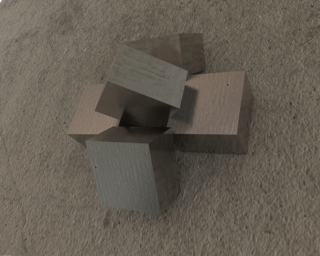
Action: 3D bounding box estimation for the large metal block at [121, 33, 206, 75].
[{"bbox_3d":[0.008,-0.096,0.416,0.080,0.080,0.050,0,105,28],"label":"large metal block"}]

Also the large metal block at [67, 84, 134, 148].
[{"bbox_3d":[-0.071,-0.015,0.434,0.080,0.050,0.080,0,62,27],"label":"large metal block"}]

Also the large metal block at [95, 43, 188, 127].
[{"bbox_3d":[-0.024,-0.043,0.365,0.080,0.080,0.050,136,151,-61],"label":"large metal block"}]

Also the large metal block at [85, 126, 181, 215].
[{"bbox_3d":[-0.028,0.044,0.349,0.080,0.079,0.050,1,19,29],"label":"large metal block"}]

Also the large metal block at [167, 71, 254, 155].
[{"bbox_3d":[0.060,-0.017,0.364,0.080,0.050,0.080,0,62,28],"label":"large metal block"}]
